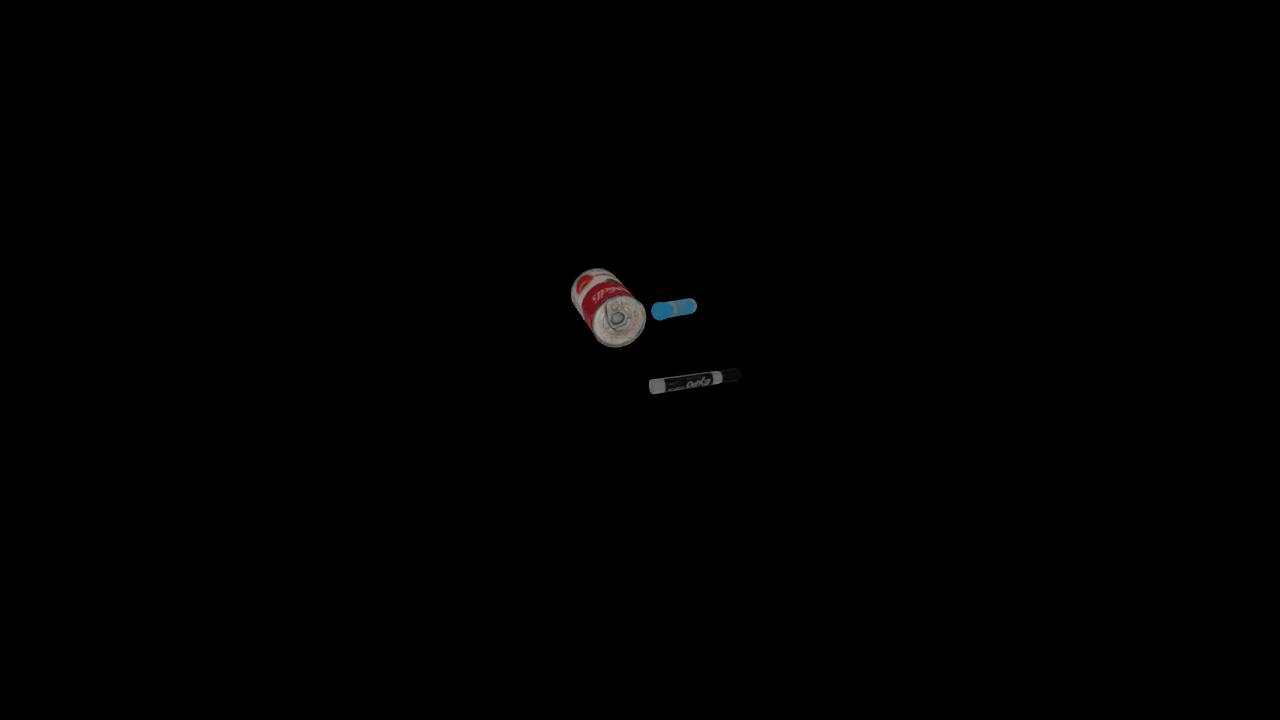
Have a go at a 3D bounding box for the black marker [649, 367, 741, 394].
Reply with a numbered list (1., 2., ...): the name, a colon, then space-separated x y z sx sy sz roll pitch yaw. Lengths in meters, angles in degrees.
1. black marker: 0.071 0.025 0.765 0.121 0.020 0.020 -7 2 -18

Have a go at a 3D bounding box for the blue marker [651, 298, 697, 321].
1. blue marker: 0.038 -0.056 0.671 0.020 0.020 0.121 0 7 20

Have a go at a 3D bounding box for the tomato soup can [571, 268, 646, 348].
1. tomato soup can: -0.041 -0.067 0.761 0.068 0.068 0.101 0 27 -23
